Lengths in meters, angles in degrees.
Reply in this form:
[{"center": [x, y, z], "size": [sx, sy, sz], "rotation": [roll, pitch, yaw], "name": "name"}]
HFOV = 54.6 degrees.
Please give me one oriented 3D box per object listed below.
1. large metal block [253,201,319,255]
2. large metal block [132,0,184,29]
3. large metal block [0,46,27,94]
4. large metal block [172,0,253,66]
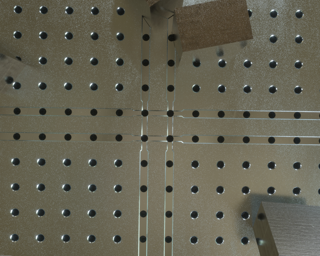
[{"center": [0.168, 0.140, 0.380], "size": [0.080, 0.080, 0.050], "rotation": [5, 121, 0], "name": "large metal block"}, {"center": [-0.013, -0.182, 0.386], "size": [0.050, 0.080, 0.080], "rotation": [-35, 90, 0], "name": "large metal block"}, {"center": [-0.230, -0.090, 0.384], "size": [0.080, 0.080, 0.050], "rotation": [36, 90, 0], "name": "large metal block"}, {"center": [0.060, -0.117, 0.386], "size": [0.080, 0.080, 0.050], "rotation": [-11, 90, 0], "name": "large metal block"}]
